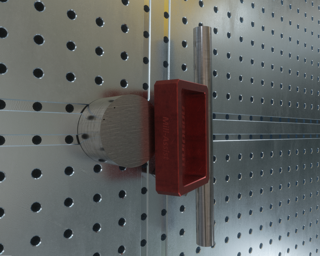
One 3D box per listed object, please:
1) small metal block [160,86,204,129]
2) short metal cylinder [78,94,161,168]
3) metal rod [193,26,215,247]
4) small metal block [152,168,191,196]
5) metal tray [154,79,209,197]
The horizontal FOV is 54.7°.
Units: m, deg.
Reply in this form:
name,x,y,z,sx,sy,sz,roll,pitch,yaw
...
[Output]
name,x,y,z,sx,sy,sz,roll,pitch,yaw
small metal block,0.032,-0.029,0.438,0.050,0.025,0.050,-19,103,-39
short metal cylinder,-0.045,0.003,0.355,0.081,0.050,0.079,0,90,-40
metal rod,0.061,0.012,0.430,0.025,0.025,0.298,-2,91,-40
small metal block,0.025,0.059,0.431,0.050,0.025,0.050,47,62,-30
metal tray,0.029,0.010,0.381,0.090,0.030,0.129,-3,92,-60
